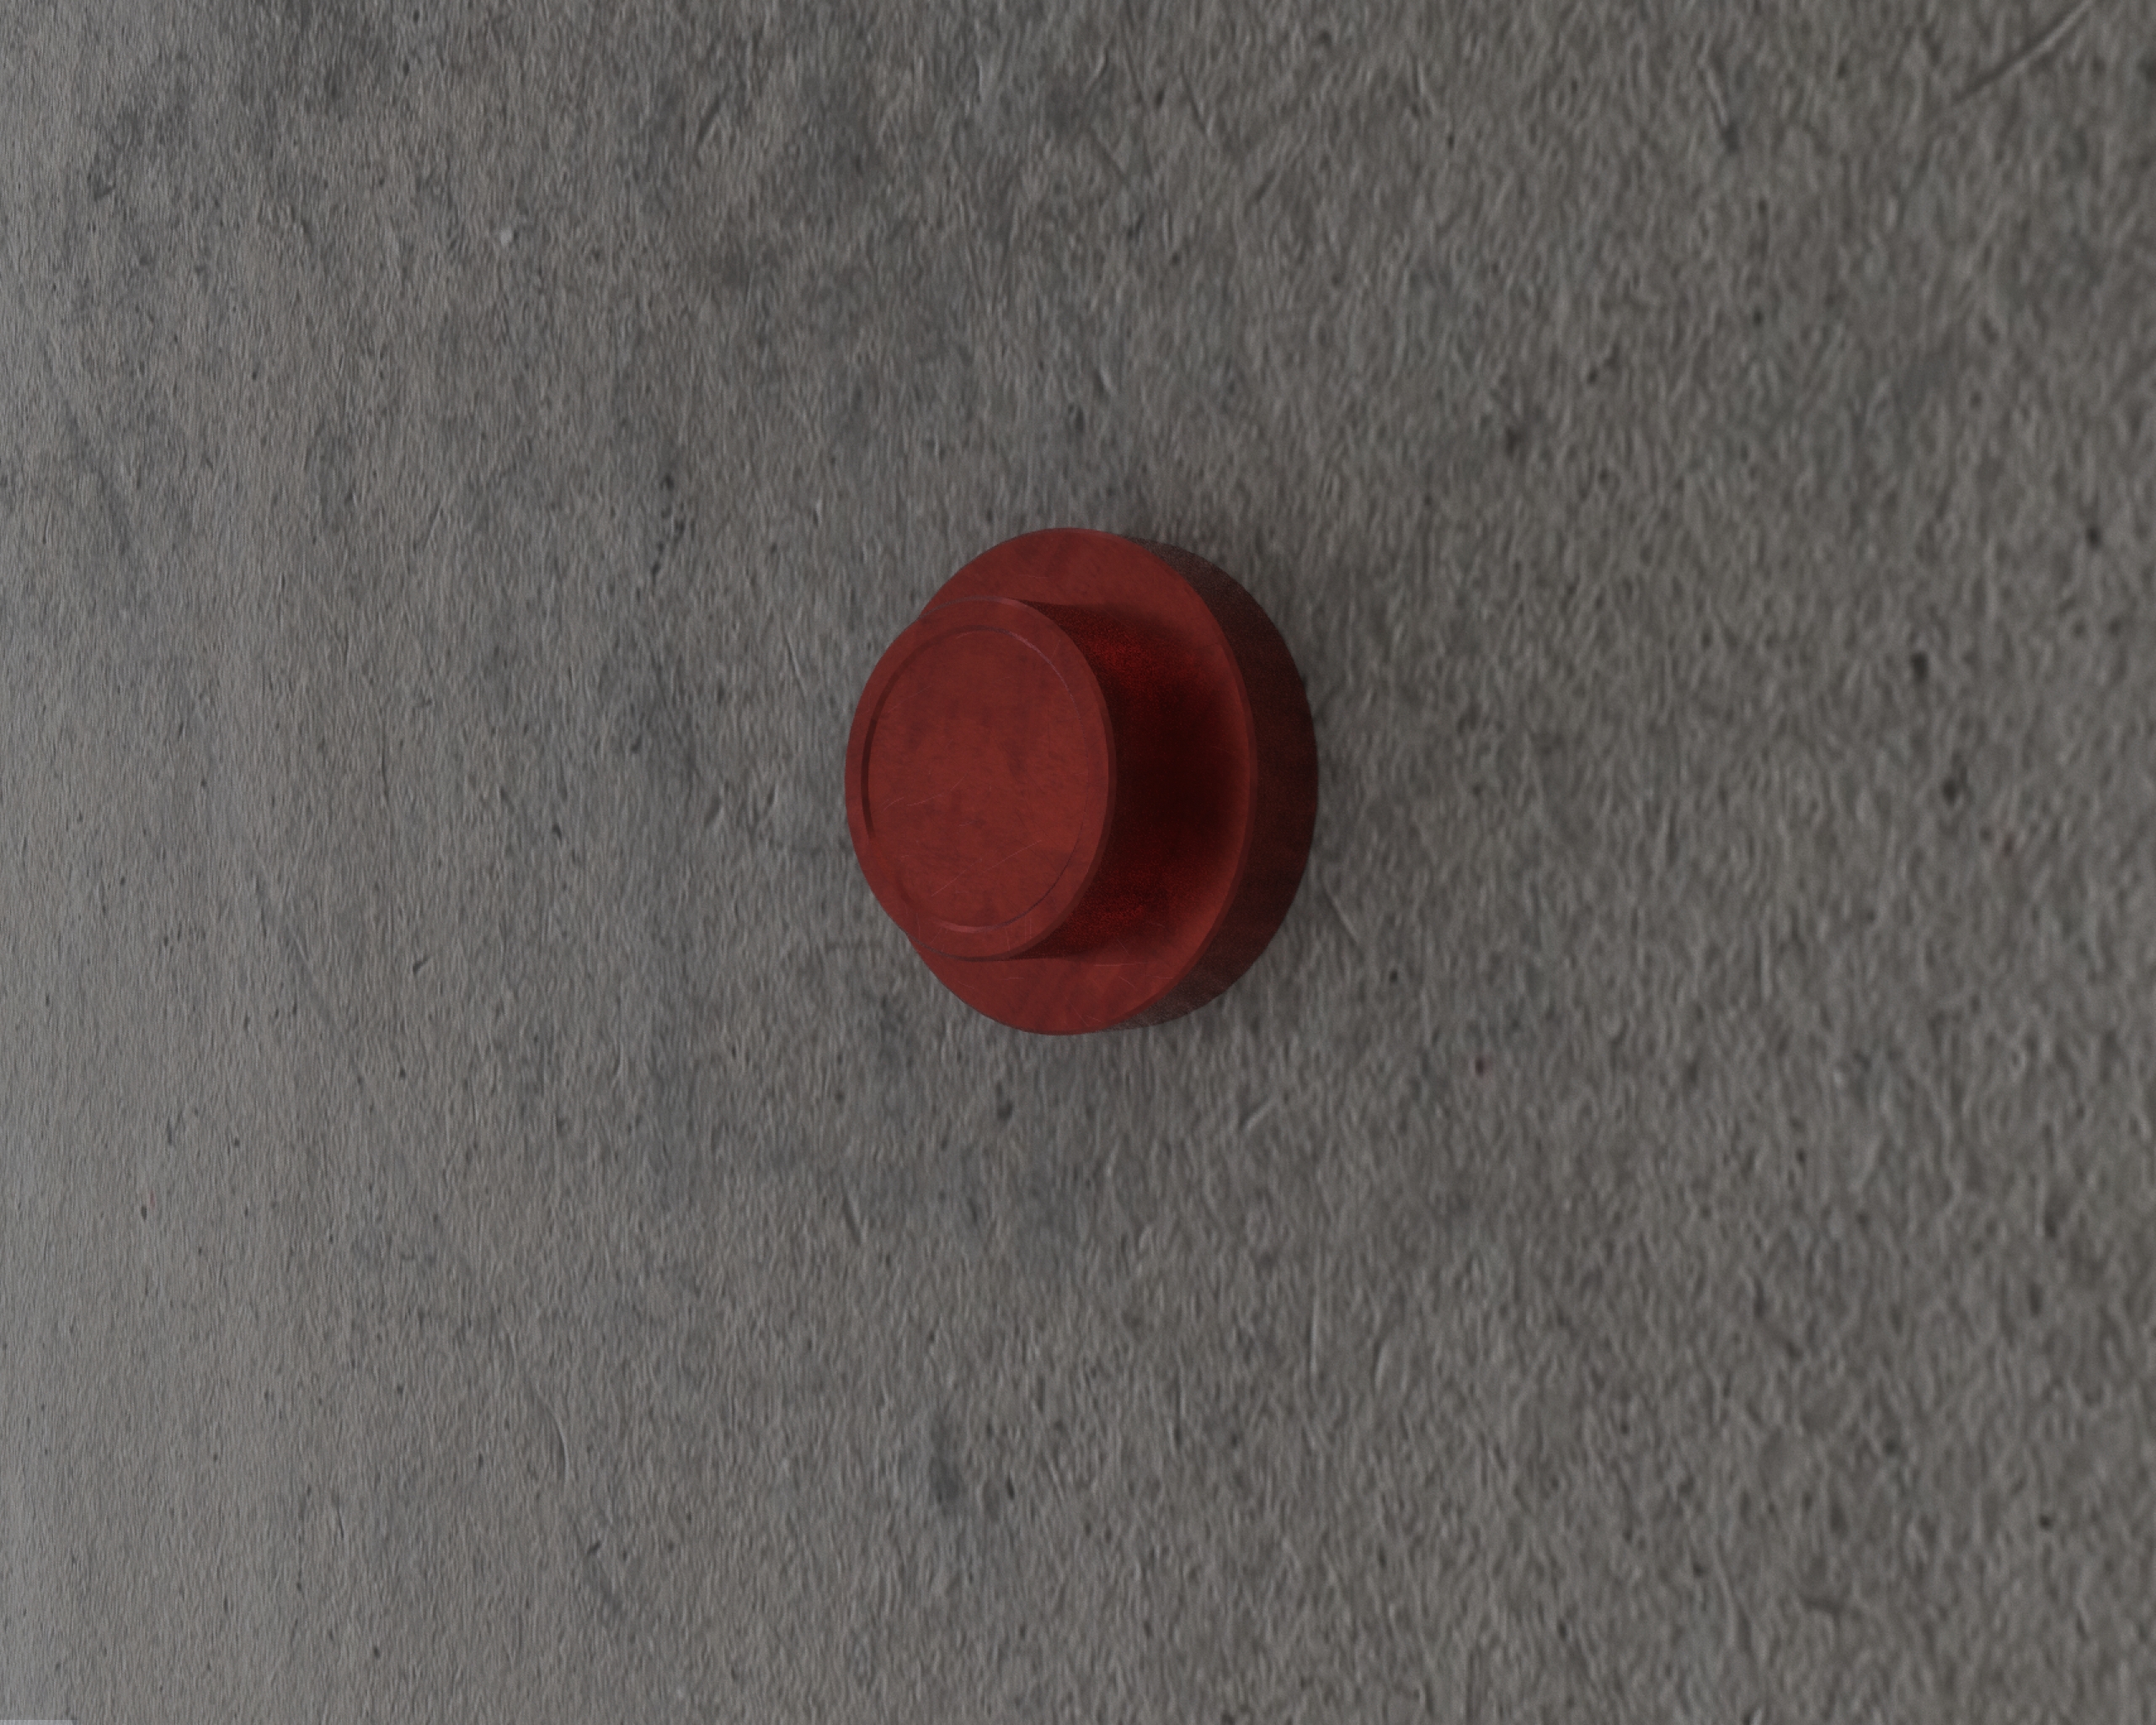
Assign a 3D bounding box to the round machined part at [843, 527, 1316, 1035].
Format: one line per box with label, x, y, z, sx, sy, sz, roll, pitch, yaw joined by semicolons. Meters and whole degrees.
round machined part;-0.007;-0.016;0.400;0.098;0.042;0.097;0;90;40
